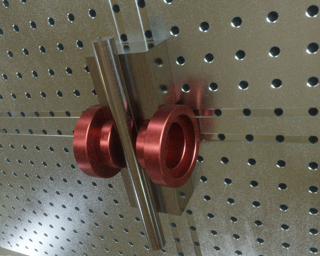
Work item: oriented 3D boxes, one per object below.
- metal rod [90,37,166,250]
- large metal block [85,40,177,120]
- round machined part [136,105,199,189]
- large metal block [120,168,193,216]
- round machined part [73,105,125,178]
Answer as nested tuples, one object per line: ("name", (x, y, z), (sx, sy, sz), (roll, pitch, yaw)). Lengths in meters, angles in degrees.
("metal rod", (-0.032, 0.039, 0.387), (0.025, 0.025, 0.298), (2, 120, 27))
("large metal block", (-0.033, -0.057, 0.376), (0.080, 0.050, 0.079), (2, 120, 27))
("round machined part", (0.008, 0.020, 0.372), (0.042, 0.099, 0.097), (5, 121, 32))
("large metal block", (-0.004, 0.072, 0.441), (0.080, 0.050, 0.079), (3, 120, 27))
("round machined part", (-0.064, 0.017, 0.408), (0.042, 0.098, 0.097), (2, 119, 27))
